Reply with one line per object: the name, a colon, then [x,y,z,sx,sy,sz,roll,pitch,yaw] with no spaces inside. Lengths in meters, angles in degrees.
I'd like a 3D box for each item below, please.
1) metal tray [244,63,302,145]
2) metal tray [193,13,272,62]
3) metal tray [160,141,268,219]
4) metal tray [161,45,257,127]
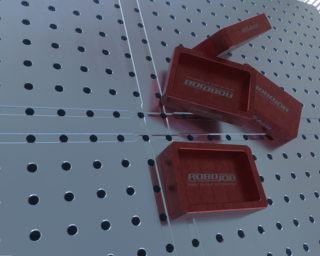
metal tray: [0.178,-0.042,0.529,0.130,0.030,0.090,35,51,-6]
metal tray: [0.114,-0.145,0.515,0.131,0.090,0.030,-31,95,-38]
metal tray: [0.071,0.067,0.404,0.131,0.030,0.090,4,60,-26]
metal tray: [0.074,-0.062,0.459,0.131,0.030,0.090,15,65,-7]
